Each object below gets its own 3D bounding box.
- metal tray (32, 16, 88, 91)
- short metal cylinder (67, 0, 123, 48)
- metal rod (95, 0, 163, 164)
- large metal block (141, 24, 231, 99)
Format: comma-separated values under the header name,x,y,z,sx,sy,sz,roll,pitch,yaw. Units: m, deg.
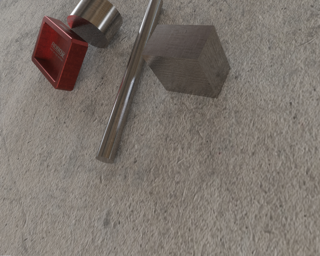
name,x,y,z,sx,sy,sz,roll,pitch,yaw
metal tray,-0.181,-0.134,0.548,0.130,0.030,0.089,42,115,38
short metal cylinder,-0.113,-0.185,0.539,0.080,0.080,0.050,17,71,34
metal rod,-0.040,-0.089,0.477,0.025,0.025,0.300,0,62,28
large metal block,0.036,-0.086,0.402,0.080,0.080,0.050,13,69,33
